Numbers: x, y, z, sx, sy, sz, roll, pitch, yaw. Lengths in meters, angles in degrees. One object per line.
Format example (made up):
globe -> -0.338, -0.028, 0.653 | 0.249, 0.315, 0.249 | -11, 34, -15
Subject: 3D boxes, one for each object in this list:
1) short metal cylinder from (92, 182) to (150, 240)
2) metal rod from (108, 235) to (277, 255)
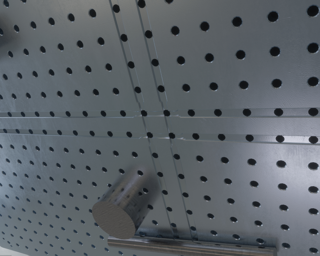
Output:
short metal cylinder -> -0.064, 0.137, 0.514 | 0.080, 0.050, 0.079 | 13, 124, 21
metal rod -> 0.036, 0.198, 0.515 | 0.300, 0.025, 0.025 | -7, 115, 31
